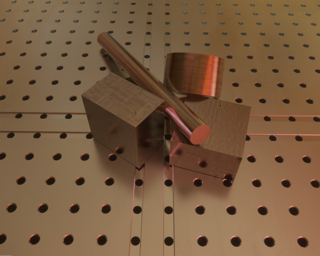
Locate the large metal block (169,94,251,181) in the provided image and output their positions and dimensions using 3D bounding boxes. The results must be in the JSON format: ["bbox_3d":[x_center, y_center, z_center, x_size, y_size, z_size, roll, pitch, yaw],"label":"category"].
[{"bbox_3d":[0.062,0.010,0.383,0.080,0.050,0.080,14,51,11],"label":"large metal block"}]

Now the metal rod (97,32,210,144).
[{"bbox_3d":[-0.027,-0.073,0.430,0.025,0.025,0.300,-22,42,-18],"label":"metal rod"}]

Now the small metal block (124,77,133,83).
[{"bbox_3d":[-0.040,-0.047,0.447,0.050,0.025,0.050,-19,53,-16],"label":"small metal block"}]

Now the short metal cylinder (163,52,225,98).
[{"bbox_3d":[0.045,-0.070,0.422,0.080,0.080,0.050,7,94,5],"label":"short metal cylinder"}]

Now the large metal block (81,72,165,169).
[{"bbox_3d":[-0.042,-0.009,0.378,0.080,0.080,0.050,30,56,22],"label":"large metal block"}]
